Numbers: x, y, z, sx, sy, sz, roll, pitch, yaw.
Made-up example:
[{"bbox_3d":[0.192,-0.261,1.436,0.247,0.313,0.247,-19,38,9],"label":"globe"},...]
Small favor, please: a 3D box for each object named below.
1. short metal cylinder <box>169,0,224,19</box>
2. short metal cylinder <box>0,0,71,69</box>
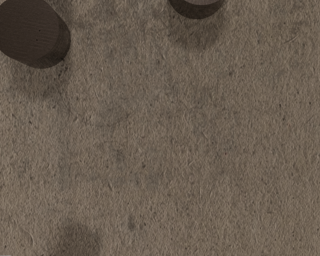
[{"bbox_3d":[0.050,-0.188,0.398,0.081,0.050,0.079,0,90,-1],"label":"short metal cylinder"},{"bbox_3d":[-0.161,-0.120,0.395,0.081,0.050,0.079,0,90,-1],"label":"short metal cylinder"}]
